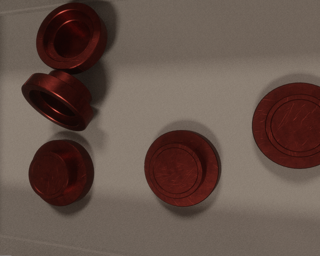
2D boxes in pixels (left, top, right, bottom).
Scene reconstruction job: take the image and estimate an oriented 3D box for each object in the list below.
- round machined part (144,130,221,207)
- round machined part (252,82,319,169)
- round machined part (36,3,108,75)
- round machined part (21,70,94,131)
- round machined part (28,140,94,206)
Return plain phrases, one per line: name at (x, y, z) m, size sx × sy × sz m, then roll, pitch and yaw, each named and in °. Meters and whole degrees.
round machined part at (0.025, 0.051, 0.392) m, size 0.098 × 0.042 × 0.097 m, roll 0°, pitch 90°, yaw 19°
round machined part at (0.154, -0.003, 0.347) m, size 0.098 × 0.042 × 0.097 m, roll 0°, pitch 90°, yaw 19°
round machined part at (-0.119, -0.121, 0.435) m, size 0.098 × 0.042 × 0.098 m, roll -3°, pitch 78°, yaw 15°
round machined part at (-0.135, -0.042, 0.428) m, size 0.098 × 0.098 × 0.042 m, roll 18°, pitch 61°, yaw 18°
round machined part at (-0.151, 0.066, 0.453) m, size 0.098 × 0.042 × 0.097 m, roll 0°, pitch 90°, yaw 19°
